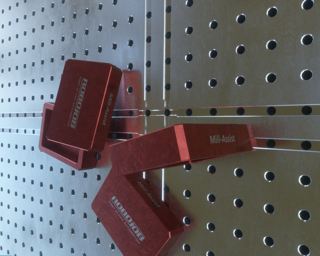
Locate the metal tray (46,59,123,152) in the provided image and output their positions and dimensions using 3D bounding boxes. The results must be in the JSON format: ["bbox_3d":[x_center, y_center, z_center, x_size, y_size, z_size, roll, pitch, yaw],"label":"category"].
[{"bbox_3d":[-0.116,-0.036,0.472,0.090,0.030,0.129,12,87,27],"label":"metal tray"}]

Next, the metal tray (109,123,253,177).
[{"bbox_3d":[0.026,0.021,0.318,0.090,0.131,0.030,-18,79,38],"label":"metal tray"}]

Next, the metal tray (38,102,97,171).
[{"bbox_3d":[-0.157,0.011,0.532,0.130,0.030,0.089,17,101,38],"label":"metal tray"}]

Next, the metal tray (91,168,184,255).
[{"bbox_3d":[-0.037,0.124,0.434,0.130,0.030,0.089,45,117,30],"label":"metal tray"}]
